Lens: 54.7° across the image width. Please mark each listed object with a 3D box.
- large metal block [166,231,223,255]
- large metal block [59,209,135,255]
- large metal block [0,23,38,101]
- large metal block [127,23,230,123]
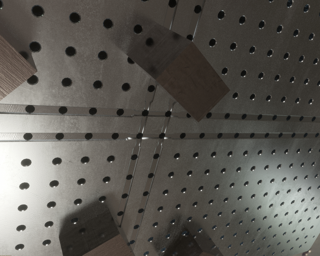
[{"bbox_3d":[0.064,0.252,0.589,0.080,0.050,0.080,-50,129,7],"label":"large metal block"},{"bbox_3d":[-0.090,0.181,0.459,0.080,0.050,0.080,-28,128,-11],"label":"large metal block"},{"bbox_3d":[-0.169,-0.061,0.265,0.080,0.050,0.080,-39,130,-2],"label":"large metal block"},{"bbox_3d":[0.020,-0.063,0.349,0.050,0.080,0.080,-46,130,4],"label":"large metal block"}]
